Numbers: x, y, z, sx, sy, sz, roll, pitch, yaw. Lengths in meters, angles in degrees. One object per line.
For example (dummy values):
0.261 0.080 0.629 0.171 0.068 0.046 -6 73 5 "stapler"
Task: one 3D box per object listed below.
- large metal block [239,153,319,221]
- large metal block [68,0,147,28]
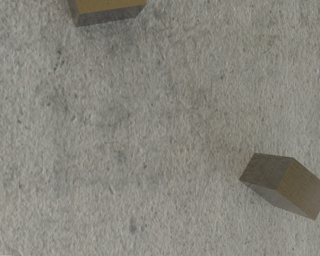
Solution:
0.178 0.081 0.448 0.080 0.080 0.050 37 78 -17 "large metal block"
-0.070 -0.173 0.370 0.081 0.050 0.080 -17 96 -20 "large metal block"
